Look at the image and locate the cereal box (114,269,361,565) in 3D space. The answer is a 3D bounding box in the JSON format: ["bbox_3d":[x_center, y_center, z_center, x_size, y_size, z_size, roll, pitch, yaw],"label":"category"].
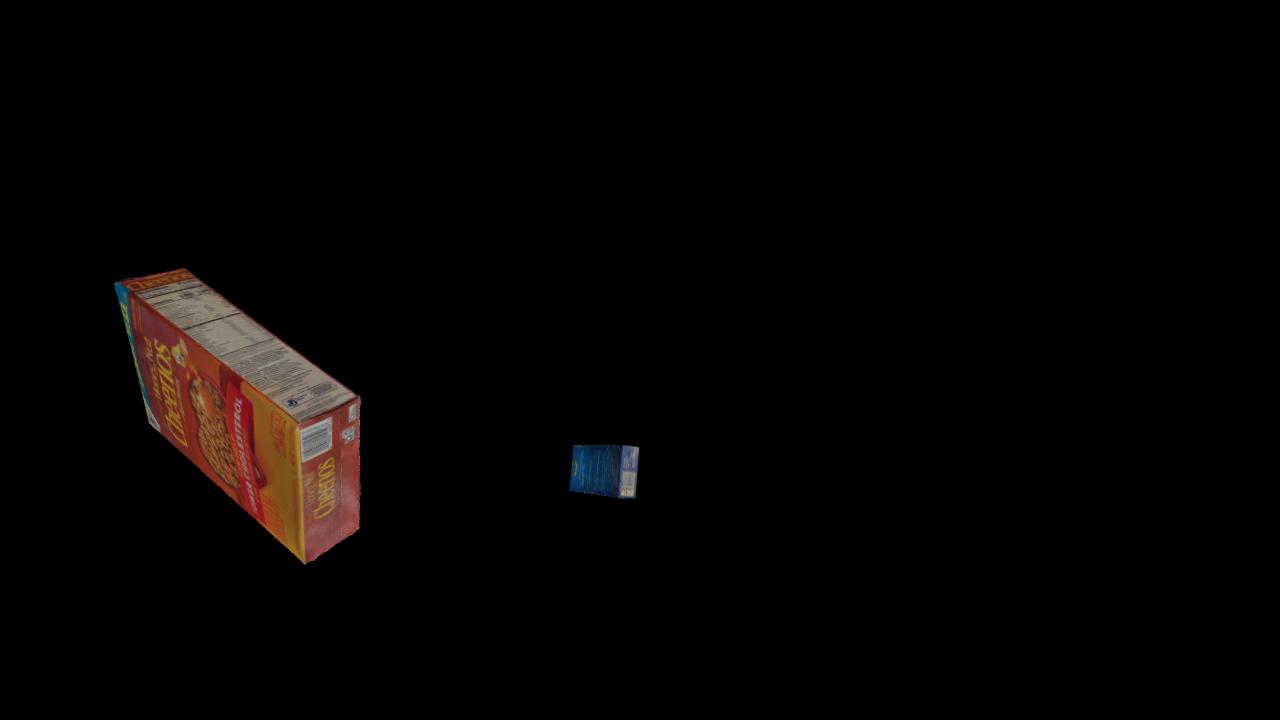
[{"bbox_3d":[-0.437,0.057,0.674,0.306,0.203,0.081,30,34,18],"label":"cereal box"}]

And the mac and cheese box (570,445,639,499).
[{"bbox_3d":[-0.069,0.205,1.144,0.041,0.093,0.184,9,-11,-33],"label":"mac and cheese box"}]
